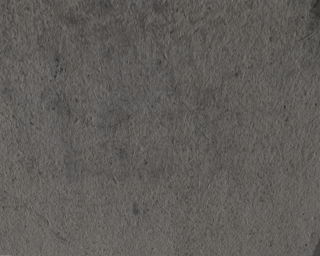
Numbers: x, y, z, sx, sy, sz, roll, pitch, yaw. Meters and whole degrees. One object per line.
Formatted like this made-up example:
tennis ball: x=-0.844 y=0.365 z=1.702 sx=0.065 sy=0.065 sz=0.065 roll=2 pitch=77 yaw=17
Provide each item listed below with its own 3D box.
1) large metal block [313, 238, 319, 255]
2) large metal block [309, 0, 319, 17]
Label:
large metal block: x=0.274 y=0.212 z=0.461 sx=0.050 sy=0.080 sz=0.079 roll=8 pitch=110 yaw=-3
large metal block: x=0.234 y=-0.148 z=0.344 sx=0.080 sy=0.050 sz=0.080 roll=25 pitch=108 yaw=-9
